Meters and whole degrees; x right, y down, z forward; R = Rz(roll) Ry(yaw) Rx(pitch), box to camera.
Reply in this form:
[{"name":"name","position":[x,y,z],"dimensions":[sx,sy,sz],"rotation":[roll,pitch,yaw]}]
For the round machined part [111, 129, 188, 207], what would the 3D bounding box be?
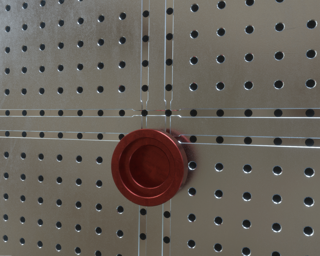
[{"name":"round machined part","position":[-0.011,0.050,0.406],"dimensions":[0.098,0.042,0.097],"rotation":[0,90,19]}]
